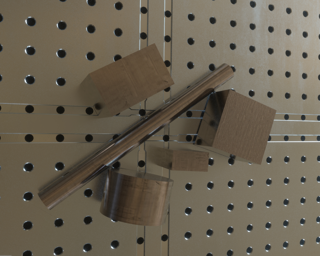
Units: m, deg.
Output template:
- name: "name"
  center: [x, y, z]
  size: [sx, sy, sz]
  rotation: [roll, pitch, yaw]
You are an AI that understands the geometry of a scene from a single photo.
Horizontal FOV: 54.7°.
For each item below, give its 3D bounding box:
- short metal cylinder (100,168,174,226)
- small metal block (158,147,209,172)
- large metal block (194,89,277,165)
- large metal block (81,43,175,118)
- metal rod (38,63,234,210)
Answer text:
- name: "short metal cylinder"
  center: [-0.028, 0.081, 0.373]
  size: [0.081, 0.080, 0.050]
  rotation: [12, 86, -20]
- name: "small metal block"
  center: [0.030, 0.041, 0.412]
  size: [0.050, 0.050, 0.025]
  rotation: [5, 88, -20]
- name: "large metal block"
  center: [0.106, 0.000, 0.437]
  size: [0.080, 0.050, 0.080]
  rotation: [21, 83, -19]
- name: "large metal block"
  center: [-0.042, -0.053, 0.369]
  size: [0.080, 0.080, 0.050]
  rotation: [-30, 100, -18]
- name: "metal rod"
  center: [-0.019, 0.002, 0.406]
  size: [0.301, 0.025, 0.025]
  rotation: [-36, 102, -17]
